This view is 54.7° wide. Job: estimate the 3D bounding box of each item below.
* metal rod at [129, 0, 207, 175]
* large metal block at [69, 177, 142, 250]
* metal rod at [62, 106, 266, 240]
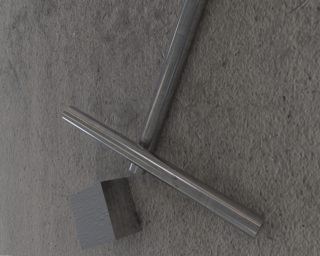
[{"bbox_3d":[0.016,-0.077,0.391,0.025,0.025,0.298,31,109,36],"label":"metal rod"},{"bbox_3d":[-0.082,0.125,0.456,0.080,0.050,0.080,-29,72,36],"label":"large metal block"},{"bbox_3d":[-0.015,0.042,0.388,0.300,0.025,0.025,28,108,27],"label":"metal rod"}]
